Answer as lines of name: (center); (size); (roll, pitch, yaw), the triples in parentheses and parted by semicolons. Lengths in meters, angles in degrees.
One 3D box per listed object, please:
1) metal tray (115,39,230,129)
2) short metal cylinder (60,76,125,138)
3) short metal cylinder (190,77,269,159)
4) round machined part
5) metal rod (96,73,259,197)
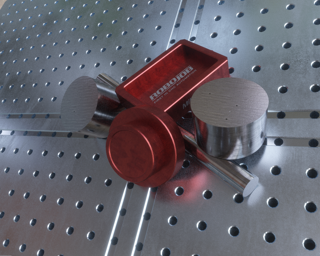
metal tray: (0.017, -0.061, 0.415); (0.131, 0.030, 0.090); (-40, 50, -17)
short metal cylinder: (-0.097, -0.029, 0.446); (0.080, 0.050, 0.080); (-11, 72, 36)
short metal cylinder: (0.077, -0.012, 0.344); (0.080, 0.050, 0.080); (-7, 45, 7)
round machined part: (-0.024, 0.025, 0.360); (0.098, 0.042, 0.097); (11, 110, 31)
metal rod: (0.000, -0.009, 0.414); (0.025, 0.025, 0.300); (-49, 51, -6)
